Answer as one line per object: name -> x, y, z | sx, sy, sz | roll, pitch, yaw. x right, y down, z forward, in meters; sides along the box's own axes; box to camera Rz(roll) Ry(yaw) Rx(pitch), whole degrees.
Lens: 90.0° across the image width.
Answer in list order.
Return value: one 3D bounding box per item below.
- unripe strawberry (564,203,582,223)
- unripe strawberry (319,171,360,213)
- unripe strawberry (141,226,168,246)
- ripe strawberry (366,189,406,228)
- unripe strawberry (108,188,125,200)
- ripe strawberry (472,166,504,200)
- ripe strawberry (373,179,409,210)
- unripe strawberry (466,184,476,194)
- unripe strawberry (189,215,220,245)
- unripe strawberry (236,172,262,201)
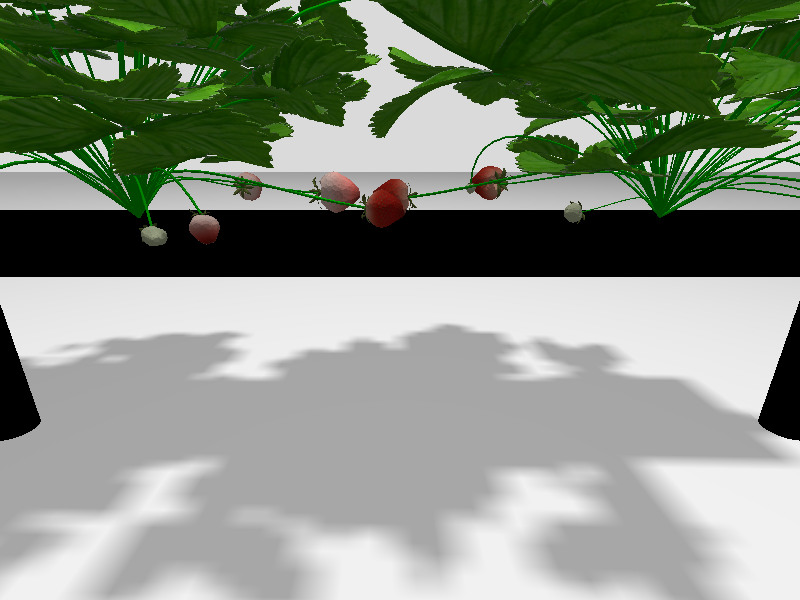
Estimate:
unripe strawberry -> 0.134, -0.068, 0.313 | 0.014, 0.015, 0.013 | -7, 21, -18
unripe strawberry -> -0.058, -0.104, 0.385 | 0.039, 0.038, 0.036 | -5, 20, -15
unripe strawberry -> -0.138, -0.036, 0.225 | 0.013, 0.011, 0.013 | -13, 34, -33
ripe strawberry -> -0.010, -0.067, 0.295 | 0.028, 0.027, 0.026 | 5, 20, 12
unripe strawberry -> -0.351, -0.132, 0.497 | 0.018, 0.019, 0.019 | -14, 24, -35
ripe strawberry -> 0.107, -0.143, 0.489 | 0.044, 0.039, 0.040 | -14, 23, -34
ripe strawberry -> -0.009, -0.093, 0.362 | 0.033, 0.033, 0.031 | 1, 19, 5
unripe strawberry -> 0.083, -0.131, 0.472 | 0.011, 0.011, 0.011 | 18, 26, 41
unripe strawberry -> -0.116, -0.042, 0.239 | 0.017, 0.017, 0.015 | -18, 8, -42
unripe strawberry -> -0.186, -0.142, 0.502 | 0.032, 0.034, 0.035 | 4, 19, 12
